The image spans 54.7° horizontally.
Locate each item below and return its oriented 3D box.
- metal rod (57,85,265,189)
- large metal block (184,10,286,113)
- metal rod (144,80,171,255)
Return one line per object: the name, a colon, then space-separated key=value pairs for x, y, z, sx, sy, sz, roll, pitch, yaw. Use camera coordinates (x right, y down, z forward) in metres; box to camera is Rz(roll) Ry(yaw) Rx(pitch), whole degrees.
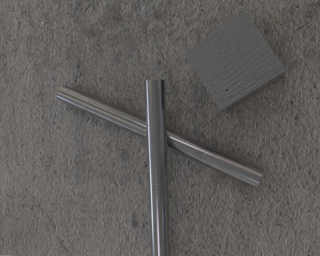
metal rod: x=-0.012 y=0.004 z=0.413 sx=0.301 sy=0.025 sz=0.025 roll=23 pitch=98 yaw=18
large metal block: x=0.088 y=-0.074 z=0.365 sx=0.080 sy=0.050 sz=0.080 roll=-33 pitch=80 yaw=17
metal rod: x=-0.001 y=0.090 z=0.391 sx=0.025 sy=0.025 sz=0.298 roll=0 pitch=97 yaw=20
